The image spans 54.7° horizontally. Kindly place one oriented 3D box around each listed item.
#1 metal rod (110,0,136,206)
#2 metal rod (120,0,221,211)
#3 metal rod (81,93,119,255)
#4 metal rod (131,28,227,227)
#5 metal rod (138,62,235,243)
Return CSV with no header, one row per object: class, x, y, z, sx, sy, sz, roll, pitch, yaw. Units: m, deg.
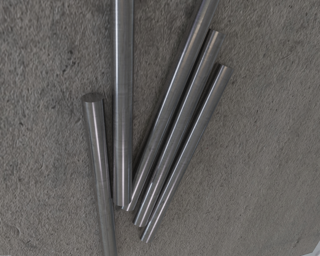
metal rod,-0.042,-0.035,0.351,0.025,0.025,0.298,-9,120,-24
metal rod,0.004,-0.018,0.397,0.025,0.025,0.298,9,114,-32
metal rod,-0.077,0.093,0.422,0.025,0.025,0.298,-13,124,-21
metal rod,0.018,0.014,0.424,0.025,0.025,0.298,7,115,-32
metal rod,0.031,0.048,0.453,0.025,0.025,0.298,10,114,-33
